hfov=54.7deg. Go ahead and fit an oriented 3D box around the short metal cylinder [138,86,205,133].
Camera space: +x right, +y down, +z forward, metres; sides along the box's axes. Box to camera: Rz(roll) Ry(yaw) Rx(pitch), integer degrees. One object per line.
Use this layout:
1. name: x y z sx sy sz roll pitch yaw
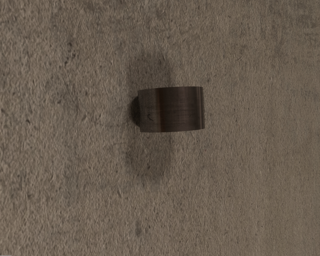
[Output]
1. short metal cylinder: 0.014 -0.023 0.383 0.081 0.080 0.050 -6 94 -40
